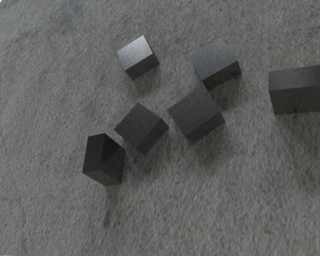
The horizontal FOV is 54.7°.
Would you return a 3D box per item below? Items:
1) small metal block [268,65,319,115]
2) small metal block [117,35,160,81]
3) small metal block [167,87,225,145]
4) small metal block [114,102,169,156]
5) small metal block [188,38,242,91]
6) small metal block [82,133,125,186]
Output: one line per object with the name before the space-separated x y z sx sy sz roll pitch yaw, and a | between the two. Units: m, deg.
small metal block | 0.147 -0.039 0.335 0.050 0.050 0.025 -4 60 26
small metal block | -0.035 -0.111 0.489 0.050 0.025 0.050 -30 52 8
small metal block | 0.045 -0.015 0.389 0.050 0.025 0.050 -36 51 4
small metal block | -0.025 0.001 0.415 0.050 0.025 0.050 -49 52 -7
small metal block | 0.073 -0.085 0.417 0.050 0.025 0.050 -29 52 9
small metal block | -0.071 0.042 0.398 0.025 0.050 0.050 -12 57 21
